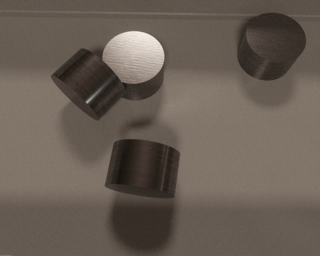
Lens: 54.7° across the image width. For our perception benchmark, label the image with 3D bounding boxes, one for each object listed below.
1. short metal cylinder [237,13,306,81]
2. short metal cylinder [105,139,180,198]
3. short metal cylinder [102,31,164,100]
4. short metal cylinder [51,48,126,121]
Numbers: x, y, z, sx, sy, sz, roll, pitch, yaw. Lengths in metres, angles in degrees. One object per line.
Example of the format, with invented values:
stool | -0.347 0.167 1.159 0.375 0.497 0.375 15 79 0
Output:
short metal cylinder | 0.156 -0.115 0.440 0.081 0.050 0.080 0 70 0
short metal cylinder | -0.019 0.050 0.362 0.080 0.080 0.050 8 70 2
short metal cylinder | -0.035 -0.085 0.427 0.081 0.050 0.080 0 70 -1
short metal cylinder | -0.092 -0.055 0.399 0.080 0.080 0.050 38 75 12
